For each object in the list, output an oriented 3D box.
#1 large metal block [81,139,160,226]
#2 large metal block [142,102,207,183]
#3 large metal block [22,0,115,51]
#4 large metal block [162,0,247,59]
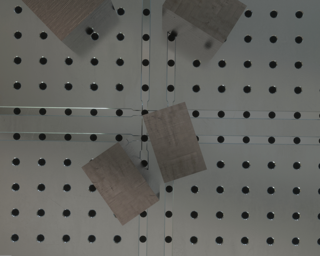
[{"bbox_3d":[-0.044,0.062,0.386,0.050,0.080,0.080,-35,90,0],"label":"large metal block"},{"bbox_3d":[0.016,0.016,0.386,0.050,0.080,0.080,-18,90,0],"label":"large metal block"},{"bbox_3d":[-0.118,-0.161,0.400,0.080,0.050,0.080,-44,90,0],"label":"large metal block"},{"bbox_3d":[0.050,-0.137,0.386,0.080,0.080,0.050,32,90,0],"label":"large metal block"}]
